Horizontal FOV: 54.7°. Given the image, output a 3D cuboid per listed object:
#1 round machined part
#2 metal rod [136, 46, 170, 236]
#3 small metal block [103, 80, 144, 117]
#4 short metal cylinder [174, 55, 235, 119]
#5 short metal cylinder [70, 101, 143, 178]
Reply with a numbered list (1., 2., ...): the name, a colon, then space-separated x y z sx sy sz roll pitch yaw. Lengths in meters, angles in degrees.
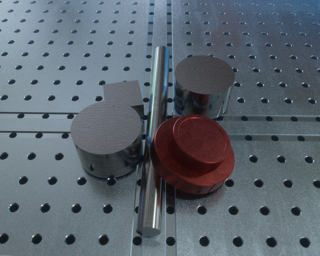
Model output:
1. round machined part: 0.041 0.023 0.357 0.099 0.042 0.098 11 48 -12
2. metal rod: -0.004 -0.009 0.410 0.025 0.025 0.300 2 50 2
3. small metal block: -0.051 -0.038 0.434 0.050 0.025 0.050 -9 51 -7
4. short metal cylinder: 0.060 -0.057 0.434 0.081 0.050 0.080 0 50 0
5. short metal cylinder: -0.062 0.013 0.374 0.081 0.050 0.080 0 50 0
